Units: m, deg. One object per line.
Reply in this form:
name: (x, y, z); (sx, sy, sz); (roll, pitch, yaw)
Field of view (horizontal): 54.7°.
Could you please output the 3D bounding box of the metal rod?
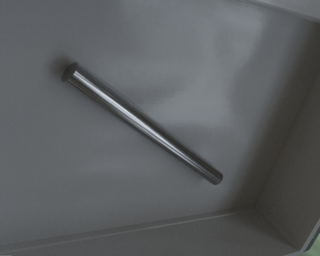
metal rod: (0.000, 0.012, 0.415); (0.025, 0.025, 0.301); (-48, 129, 6)
